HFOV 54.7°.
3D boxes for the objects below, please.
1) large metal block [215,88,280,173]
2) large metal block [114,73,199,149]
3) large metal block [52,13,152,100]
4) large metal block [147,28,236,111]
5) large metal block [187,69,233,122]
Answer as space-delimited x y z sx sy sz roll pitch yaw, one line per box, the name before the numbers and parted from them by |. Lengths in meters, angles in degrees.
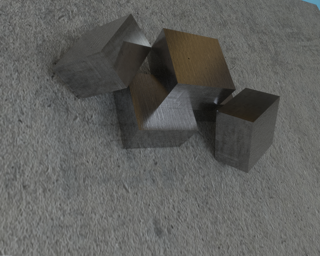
large metal block | 0.120 0.001 0.428 0.050 0.079 0.081 22 41 34
large metal block | -0.007 -0.021 0.397 0.081 0.050 0.080 0 62 -29
large metal block | -0.068 -0.086 0.378 0.050 0.080 0.080 55 43 -33
large metal block | 0.037 -0.070 0.387 0.081 0.050 0.080 2 61 -28
large metal block | 0.053 -0.056 0.454 0.081 0.050 0.080 0 62 -29
